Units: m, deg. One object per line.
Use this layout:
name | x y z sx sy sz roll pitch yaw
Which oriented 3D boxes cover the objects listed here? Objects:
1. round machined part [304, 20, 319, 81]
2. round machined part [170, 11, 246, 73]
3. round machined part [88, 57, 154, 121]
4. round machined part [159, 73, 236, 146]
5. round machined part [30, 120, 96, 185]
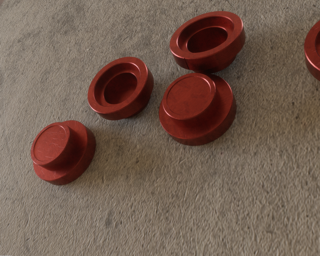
round machined part | 0.210 -0.081 0.332 0.098 0.042 0.098 -13 56 21
round machined part | 0.066 -0.111 0.420 0.098 0.042 0.098 -14 47 16
round machined part | -0.053 -0.053 0.453 0.098 0.042 0.098 -13 56 21
round machined part | 0.042 -0.030 0.389 0.098 0.042 0.098 -13 56 21
round machined part | -0.147 0.030 0.452 0.098 0.042 0.098 -13 56 21
